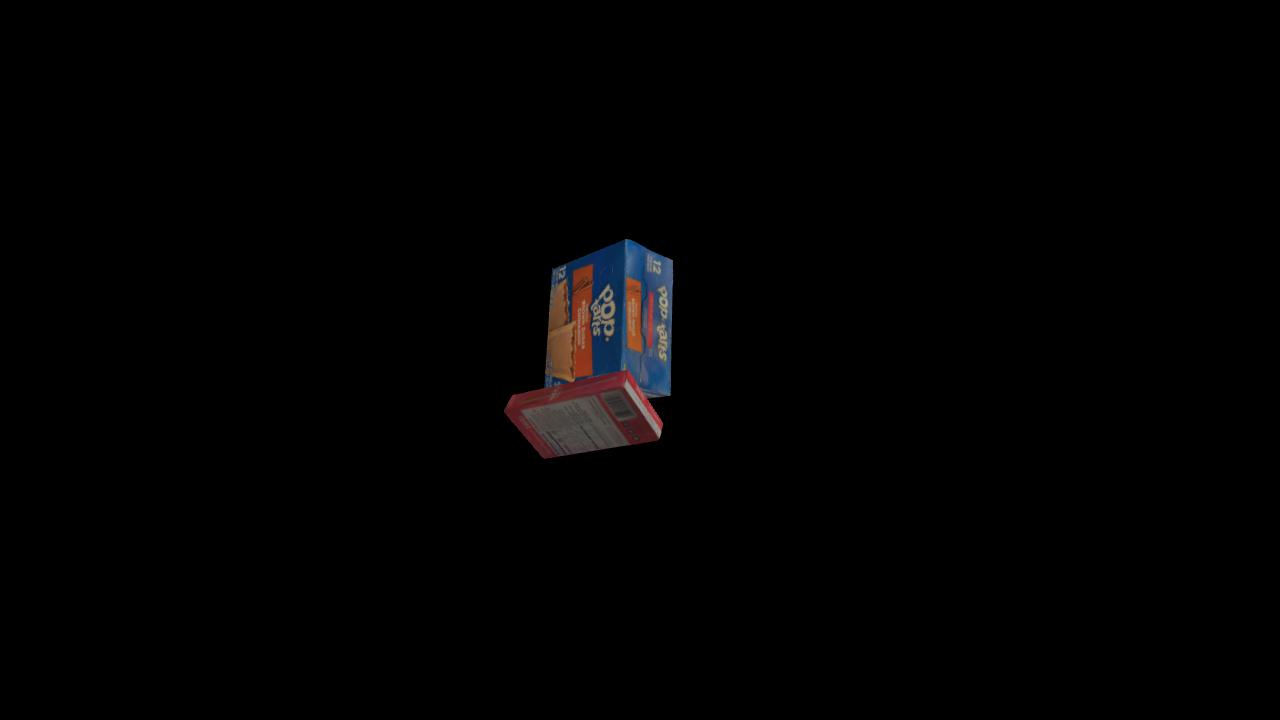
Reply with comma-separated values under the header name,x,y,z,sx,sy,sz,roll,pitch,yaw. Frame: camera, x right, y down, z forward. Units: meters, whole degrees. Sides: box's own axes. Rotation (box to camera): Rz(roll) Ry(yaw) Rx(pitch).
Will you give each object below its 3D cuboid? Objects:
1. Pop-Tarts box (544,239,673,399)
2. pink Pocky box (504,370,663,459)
name,x,y,z,sx,sy,sz,roll,pitch,yaw
Pop-Tarts box,-0.038,-0.038,0.736,0.083,0.167,0.141,13,-17,-43
pink Pocky box,-0.061,0.061,0.660,0.155,0.084,0.029,-13,36,27
